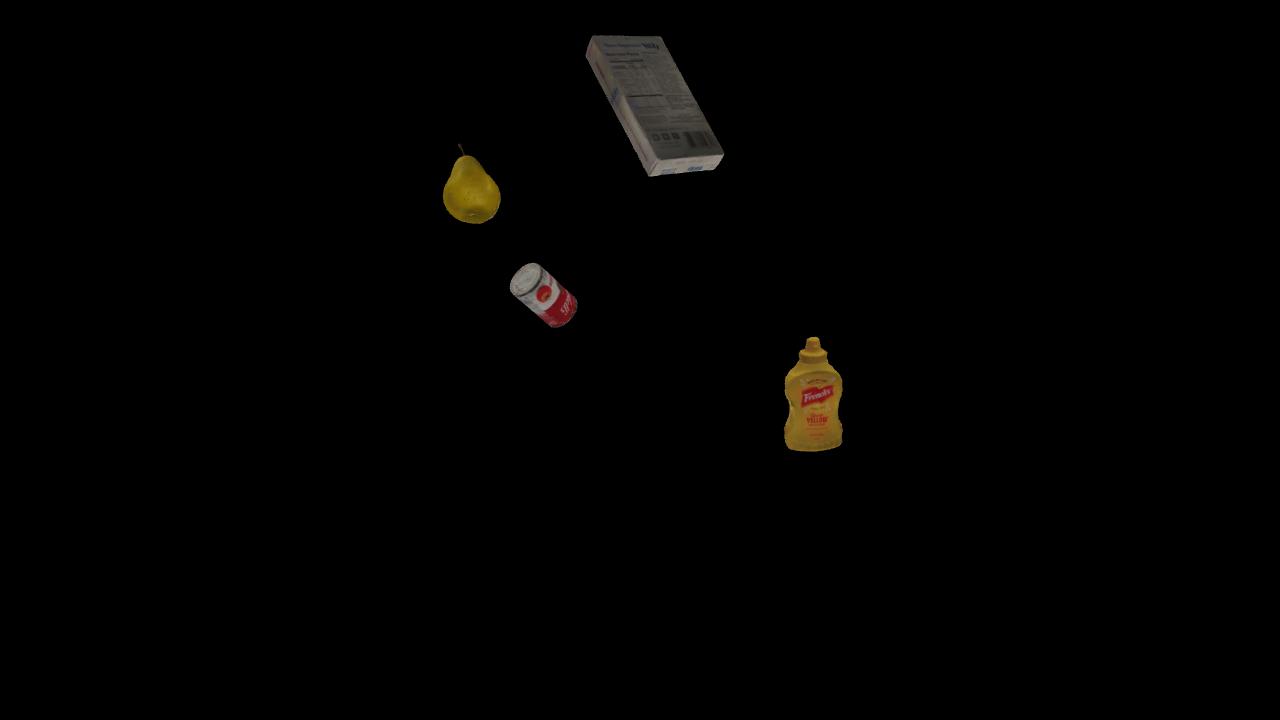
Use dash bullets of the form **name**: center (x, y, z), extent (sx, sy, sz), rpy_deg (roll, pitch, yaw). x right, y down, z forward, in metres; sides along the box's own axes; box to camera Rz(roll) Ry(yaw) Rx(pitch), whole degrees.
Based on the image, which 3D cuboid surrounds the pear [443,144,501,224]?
- **pear**: center (-0.241, -0.254, 0.883), extent (0.080, 0.111, 0.080), rpy_deg (-4, -14, -1)

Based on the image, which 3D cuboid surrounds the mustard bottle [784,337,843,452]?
- **mustard bottle**: center (0.276, 0.052, 0.980), extent (0.092, 0.184, 0.054), rpy_deg (-3, 17, 6)

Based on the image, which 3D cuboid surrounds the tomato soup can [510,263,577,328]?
- **tomato soup can**: center (-0.161, -0.109, 1.032), extent (0.068, 0.068, 0.101), rpy_deg (0, -29, 36)

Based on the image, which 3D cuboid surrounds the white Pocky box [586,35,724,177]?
- **white Pocky box**: center (0.014, -0.249, 0.597), extent (0.084, 0.154, 0.028), rpy_deg (-16, -18, -30)
